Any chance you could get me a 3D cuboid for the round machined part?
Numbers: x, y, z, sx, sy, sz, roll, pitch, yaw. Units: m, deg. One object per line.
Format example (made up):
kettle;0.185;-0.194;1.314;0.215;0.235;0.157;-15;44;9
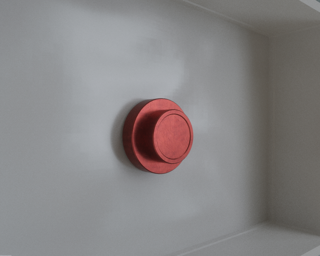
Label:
round machined part;0.005;0.010;0.397;0.099;0.042;0.097;0;90;-40
